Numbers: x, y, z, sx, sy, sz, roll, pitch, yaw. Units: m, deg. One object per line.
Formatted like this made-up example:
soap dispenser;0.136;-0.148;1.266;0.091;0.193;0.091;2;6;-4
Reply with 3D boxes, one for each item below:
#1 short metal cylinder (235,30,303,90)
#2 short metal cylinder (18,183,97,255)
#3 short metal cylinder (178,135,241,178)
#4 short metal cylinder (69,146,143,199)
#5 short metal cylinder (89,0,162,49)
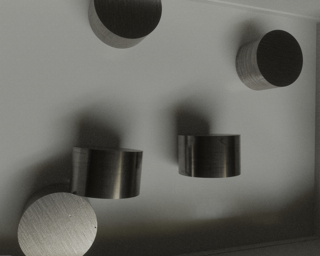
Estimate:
short metal cylinder;0.160;-0.097;0.456;0.081;0.050;0.080;0;90;-20
short metal cylinder;-0.116;0.108;0.354;0.081;0.050;0.079;-1;91;-20
short metal cylinder;0.064;0.034;0.405;0.081;0.080;0.050;-1;91;-20
short metal cylinder;-0.062;0.049;0.359;0.081;0.080;0.050;5;88;-20
short metal cylinder;-0.044;-0.143;0.381;0.081;0.050;0.080;0;90;-20
